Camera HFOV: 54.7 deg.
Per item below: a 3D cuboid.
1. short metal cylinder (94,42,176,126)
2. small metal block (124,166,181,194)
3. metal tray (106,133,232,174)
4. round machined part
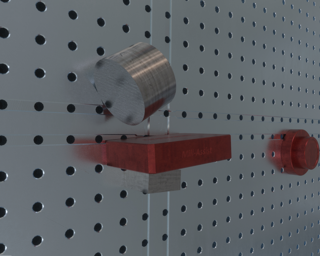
[{"bbox_3d":[-0.029,-0.050,0.350,0.050,0.080,0.080,-37,113,-34],"label":"short metal cylinder"},{"bbox_3d":[-0.010,0.063,0.385,0.050,0.050,0.025,3,88,-40],"label":"small metal block"},{"bbox_3d":[0.012,0.026,0.377,0.131,0.090,0.030,-5,93,-40],"label":"metal tray"},{"bbox_3d":[0.299,0.052,0.650,0.099,0.042,0.097,0,90,-40],"label":"round machined part"}]
